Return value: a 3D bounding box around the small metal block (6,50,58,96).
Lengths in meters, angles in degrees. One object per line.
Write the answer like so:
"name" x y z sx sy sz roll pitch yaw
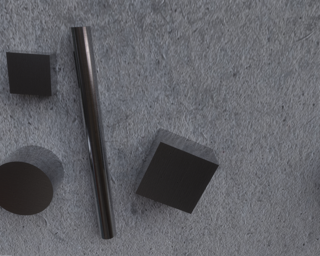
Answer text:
"small metal block" -0.156 -0.068 0.382 0.050 0.025 0.050 4 110 -2

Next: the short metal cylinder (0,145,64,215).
"short metal cylinder" -0.178 0.070 0.420 0.081 0.050 0.079 0 110 -1

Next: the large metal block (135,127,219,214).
"large metal block" 0.021 0.057 0.418 0.080 0.050 0.079 23 108 -9

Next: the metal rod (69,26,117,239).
"metal rod" -0.086 0.020 0.415 0.025 0.025 0.298 -3 110 1
